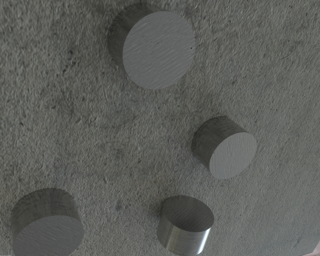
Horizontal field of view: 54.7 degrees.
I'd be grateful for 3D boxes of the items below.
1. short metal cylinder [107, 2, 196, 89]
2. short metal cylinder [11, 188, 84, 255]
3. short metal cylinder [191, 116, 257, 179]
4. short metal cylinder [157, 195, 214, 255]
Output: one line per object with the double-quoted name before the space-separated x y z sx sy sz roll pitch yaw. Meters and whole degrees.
"short metal cylinder" -0.010 -0.088 0.331 0.081 0.050 0.079 -14 124 -21
"short metal cylinder" -0.142 0.123 0.389 0.081 0.050 0.079 -14 124 -21
"short metal cylinder" 0.094 0.029 0.460 0.081 0.050 0.079 -14 124 -21
"short metal cylinder" 0.039 0.152 0.486 0.081 0.080 0.050 -2 119 -28
